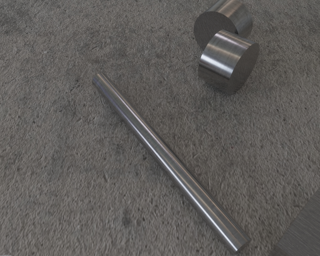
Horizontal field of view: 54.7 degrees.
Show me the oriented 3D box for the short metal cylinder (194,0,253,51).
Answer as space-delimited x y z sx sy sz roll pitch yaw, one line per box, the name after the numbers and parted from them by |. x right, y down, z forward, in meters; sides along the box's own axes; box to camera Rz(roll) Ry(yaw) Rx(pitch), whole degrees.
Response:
0.103 -0.162 0.505 0.080 0.080 0.050 28 56 21 | short metal cylinder

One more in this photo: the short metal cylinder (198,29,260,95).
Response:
0.099 -0.095 0.448 0.050 0.080 0.080 34 58 25 | short metal cylinder

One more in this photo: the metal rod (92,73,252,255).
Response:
-0.004 0.023 0.383 0.025 0.025 0.300 -28 56 -22 | metal rod

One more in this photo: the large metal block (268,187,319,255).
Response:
0.159 0.118 0.290 0.080 0.050 0.080 37 59 27 | large metal block
